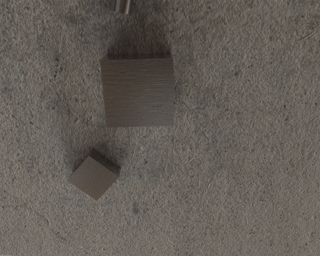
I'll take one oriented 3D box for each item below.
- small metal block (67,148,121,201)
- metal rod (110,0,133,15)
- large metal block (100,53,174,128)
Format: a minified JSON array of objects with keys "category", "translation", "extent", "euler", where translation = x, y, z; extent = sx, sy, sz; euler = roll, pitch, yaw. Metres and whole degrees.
[{"category":"small metal block","translation":[-0.091,0.065,0.433],"extent":[0.050,0.025,0.050],"euler":[39,105,-13]},{"category":"metal rod","translation":[-0.017,-0.271,0.309],"extent":[0.025,0.025,0.298],"euler":[10,110,-4]},{"category":"large metal block","translation":[-0.025,-0.047,0.379],"extent":[0.081,0.050,0.079],"euler":[-2,110,0]}]
